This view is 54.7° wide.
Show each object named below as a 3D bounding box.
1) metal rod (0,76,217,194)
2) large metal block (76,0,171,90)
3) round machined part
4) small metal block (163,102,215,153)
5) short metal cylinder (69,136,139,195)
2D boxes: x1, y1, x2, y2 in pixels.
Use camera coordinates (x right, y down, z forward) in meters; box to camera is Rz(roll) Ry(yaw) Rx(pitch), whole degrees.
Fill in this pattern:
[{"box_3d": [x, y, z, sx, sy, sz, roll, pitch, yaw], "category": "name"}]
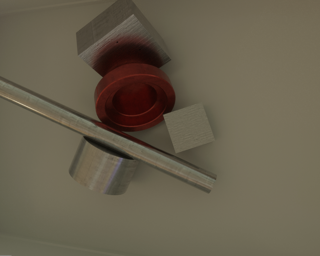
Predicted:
[{"box_3d": [-0.074, 0.006, 0.383, 0.301, 0.025, 0.025, 24, 98, 4], "category": "metal rod"}, {"box_3d": [-0.045, -0.103, 0.389, 0.080, 0.080, 0.050, -31, 48, 17], "category": "large metal block"}, {"box_3d": [-0.033, -0.043, 0.391, 0.098, 0.098, 0.042, -31, 49, 17], "category": "round machined part"}, {"box_3d": [0.036, 0.001, 0.390, 0.050, 0.025, 0.050, -18, 84, 0], "category": "small metal block"}, {"box_3d": [-0.071, 0.045, 0.405, 0.080, 0.080, 0.050, 27, 100, 17], "category": "short metal cylinder"}]
